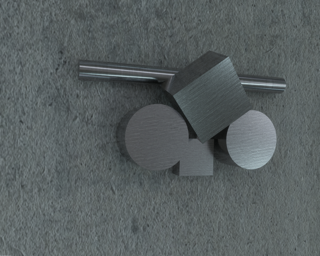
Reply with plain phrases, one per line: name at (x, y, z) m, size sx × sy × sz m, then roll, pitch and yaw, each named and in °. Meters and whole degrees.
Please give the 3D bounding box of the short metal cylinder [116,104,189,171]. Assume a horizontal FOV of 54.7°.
short metal cylinder at (-0.011, 0.011, 0.392) m, size 0.081 × 0.050 × 0.079 m, roll 0°, pitch 90°, yaw -20°

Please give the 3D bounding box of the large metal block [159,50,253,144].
large metal block at (0.060, -0.041, 0.400) m, size 0.080 × 0.050 × 0.080 m, roll -36°, pitch 119°, yaw -3°

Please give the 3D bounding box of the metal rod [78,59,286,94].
metal rod at (0.044, -0.068, 0.426) m, size 0.302 × 0.025 × 0.025 m, roll 1°, pitch 90°, yaw -20°

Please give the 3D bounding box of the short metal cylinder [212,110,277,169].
short metal cylinder at (0.115, 0.016, 0.439) m, size 0.081 × 0.050 × 0.079 m, roll 0°, pitch 90°, yaw -20°

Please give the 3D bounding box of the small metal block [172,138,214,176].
small metal block at (0.046, 0.039, 0.428) m, size 0.050 × 0.025 × 0.050 m, roll 2°, pitch 89°, yaw -20°
